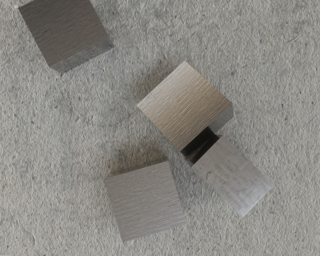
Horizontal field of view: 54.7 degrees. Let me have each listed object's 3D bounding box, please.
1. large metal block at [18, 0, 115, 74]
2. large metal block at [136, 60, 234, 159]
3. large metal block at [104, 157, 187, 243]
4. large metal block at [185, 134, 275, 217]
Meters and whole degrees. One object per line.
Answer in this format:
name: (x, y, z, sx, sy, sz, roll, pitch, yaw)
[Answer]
large metal block: (-0.116, -0.127, 0.396, 0.080, 0.050, 0.080, -28, 90, 0)
large metal block: (0.033, -0.021, 0.385, 0.080, 0.050, 0.080, -43, 69, 0)
large metal block: (-0.018, 0.088, 0.397, 0.080, 0.050, 0.080, -16, 90, 0)
large metal block: (0.081, 0.053, 0.383, 0.080, 0.080, 0.050, 44, 90, -1)
